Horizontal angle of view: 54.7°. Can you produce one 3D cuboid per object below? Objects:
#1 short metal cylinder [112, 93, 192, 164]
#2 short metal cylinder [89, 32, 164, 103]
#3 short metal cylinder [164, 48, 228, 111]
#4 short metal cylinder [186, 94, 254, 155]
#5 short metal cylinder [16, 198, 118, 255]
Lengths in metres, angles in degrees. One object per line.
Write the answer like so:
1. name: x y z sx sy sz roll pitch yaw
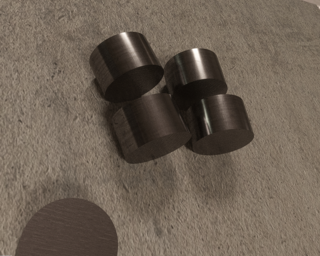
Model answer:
1. short metal cylinder: -0.010 0.002 0.363 0.081 0.080 0.050 -10 67 -33
2. short metal cylinder: -0.042 -0.075 0.393 0.081 0.080 0.050 -16 70 -35
3. short metal cylinder: 0.049 -0.066 0.437 0.081 0.080 0.050 2 61 -28
4. short metal cylinder: 0.079 -0.002 0.414 0.081 0.080 0.050 5 60 -26
5. short metal cylinder: -0.084 0.109 0.277 0.081 0.050 0.080 14 56 -21
